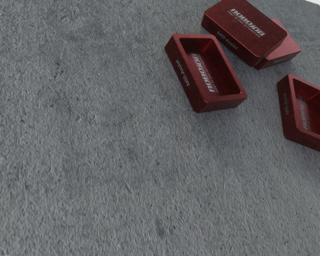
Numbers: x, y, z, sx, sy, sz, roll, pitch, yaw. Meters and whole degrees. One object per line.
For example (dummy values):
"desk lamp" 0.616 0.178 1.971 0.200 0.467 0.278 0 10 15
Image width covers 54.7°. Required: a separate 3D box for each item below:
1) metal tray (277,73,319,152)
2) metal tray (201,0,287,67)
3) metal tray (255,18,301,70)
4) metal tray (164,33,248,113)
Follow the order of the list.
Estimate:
"metal tray" 0.262 -0.029 0.558 0.091 0.030 0.130 19 54 -17
"metal tray" 0.152 -0.181 0.564 0.090 0.030 0.130 -39 74 -22
"metal tray" 0.215 -0.170 0.620 0.131 0.030 0.090 -21 73 -36
"metal tray" 0.072 -0.090 0.493 0.091 0.030 0.130 -10 67 -32
